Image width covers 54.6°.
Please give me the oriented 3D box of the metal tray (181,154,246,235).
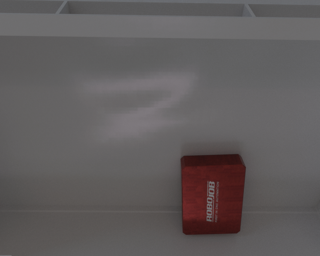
[{"bbox_3d":[0.078,0.104,0.475,0.090,0.030,0.129,-2,116,1],"label":"metal tray"}]
